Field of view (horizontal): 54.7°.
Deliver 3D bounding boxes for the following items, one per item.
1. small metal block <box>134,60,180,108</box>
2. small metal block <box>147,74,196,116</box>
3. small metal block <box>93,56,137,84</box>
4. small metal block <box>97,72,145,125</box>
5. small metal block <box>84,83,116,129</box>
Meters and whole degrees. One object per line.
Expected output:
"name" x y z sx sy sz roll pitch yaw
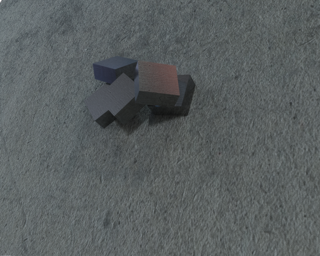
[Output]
"small metal block" -0.005 -0.056 0.393 0.050 0.025 0.050 5 56 -15
"small metal block" 0.017 -0.044 0.423 0.050 0.025 0.050 2 63 29
"small metal block" -0.067 -0.090 0.479 0.050 0.025 0.050 20 36 35
"small metal block" -0.049 -0.040 0.421 0.050 0.025 0.050 -44 51 -3
"small metal block" -0.080 -0.035 0.467 0.050 0.025 0.050 -38 51 2
